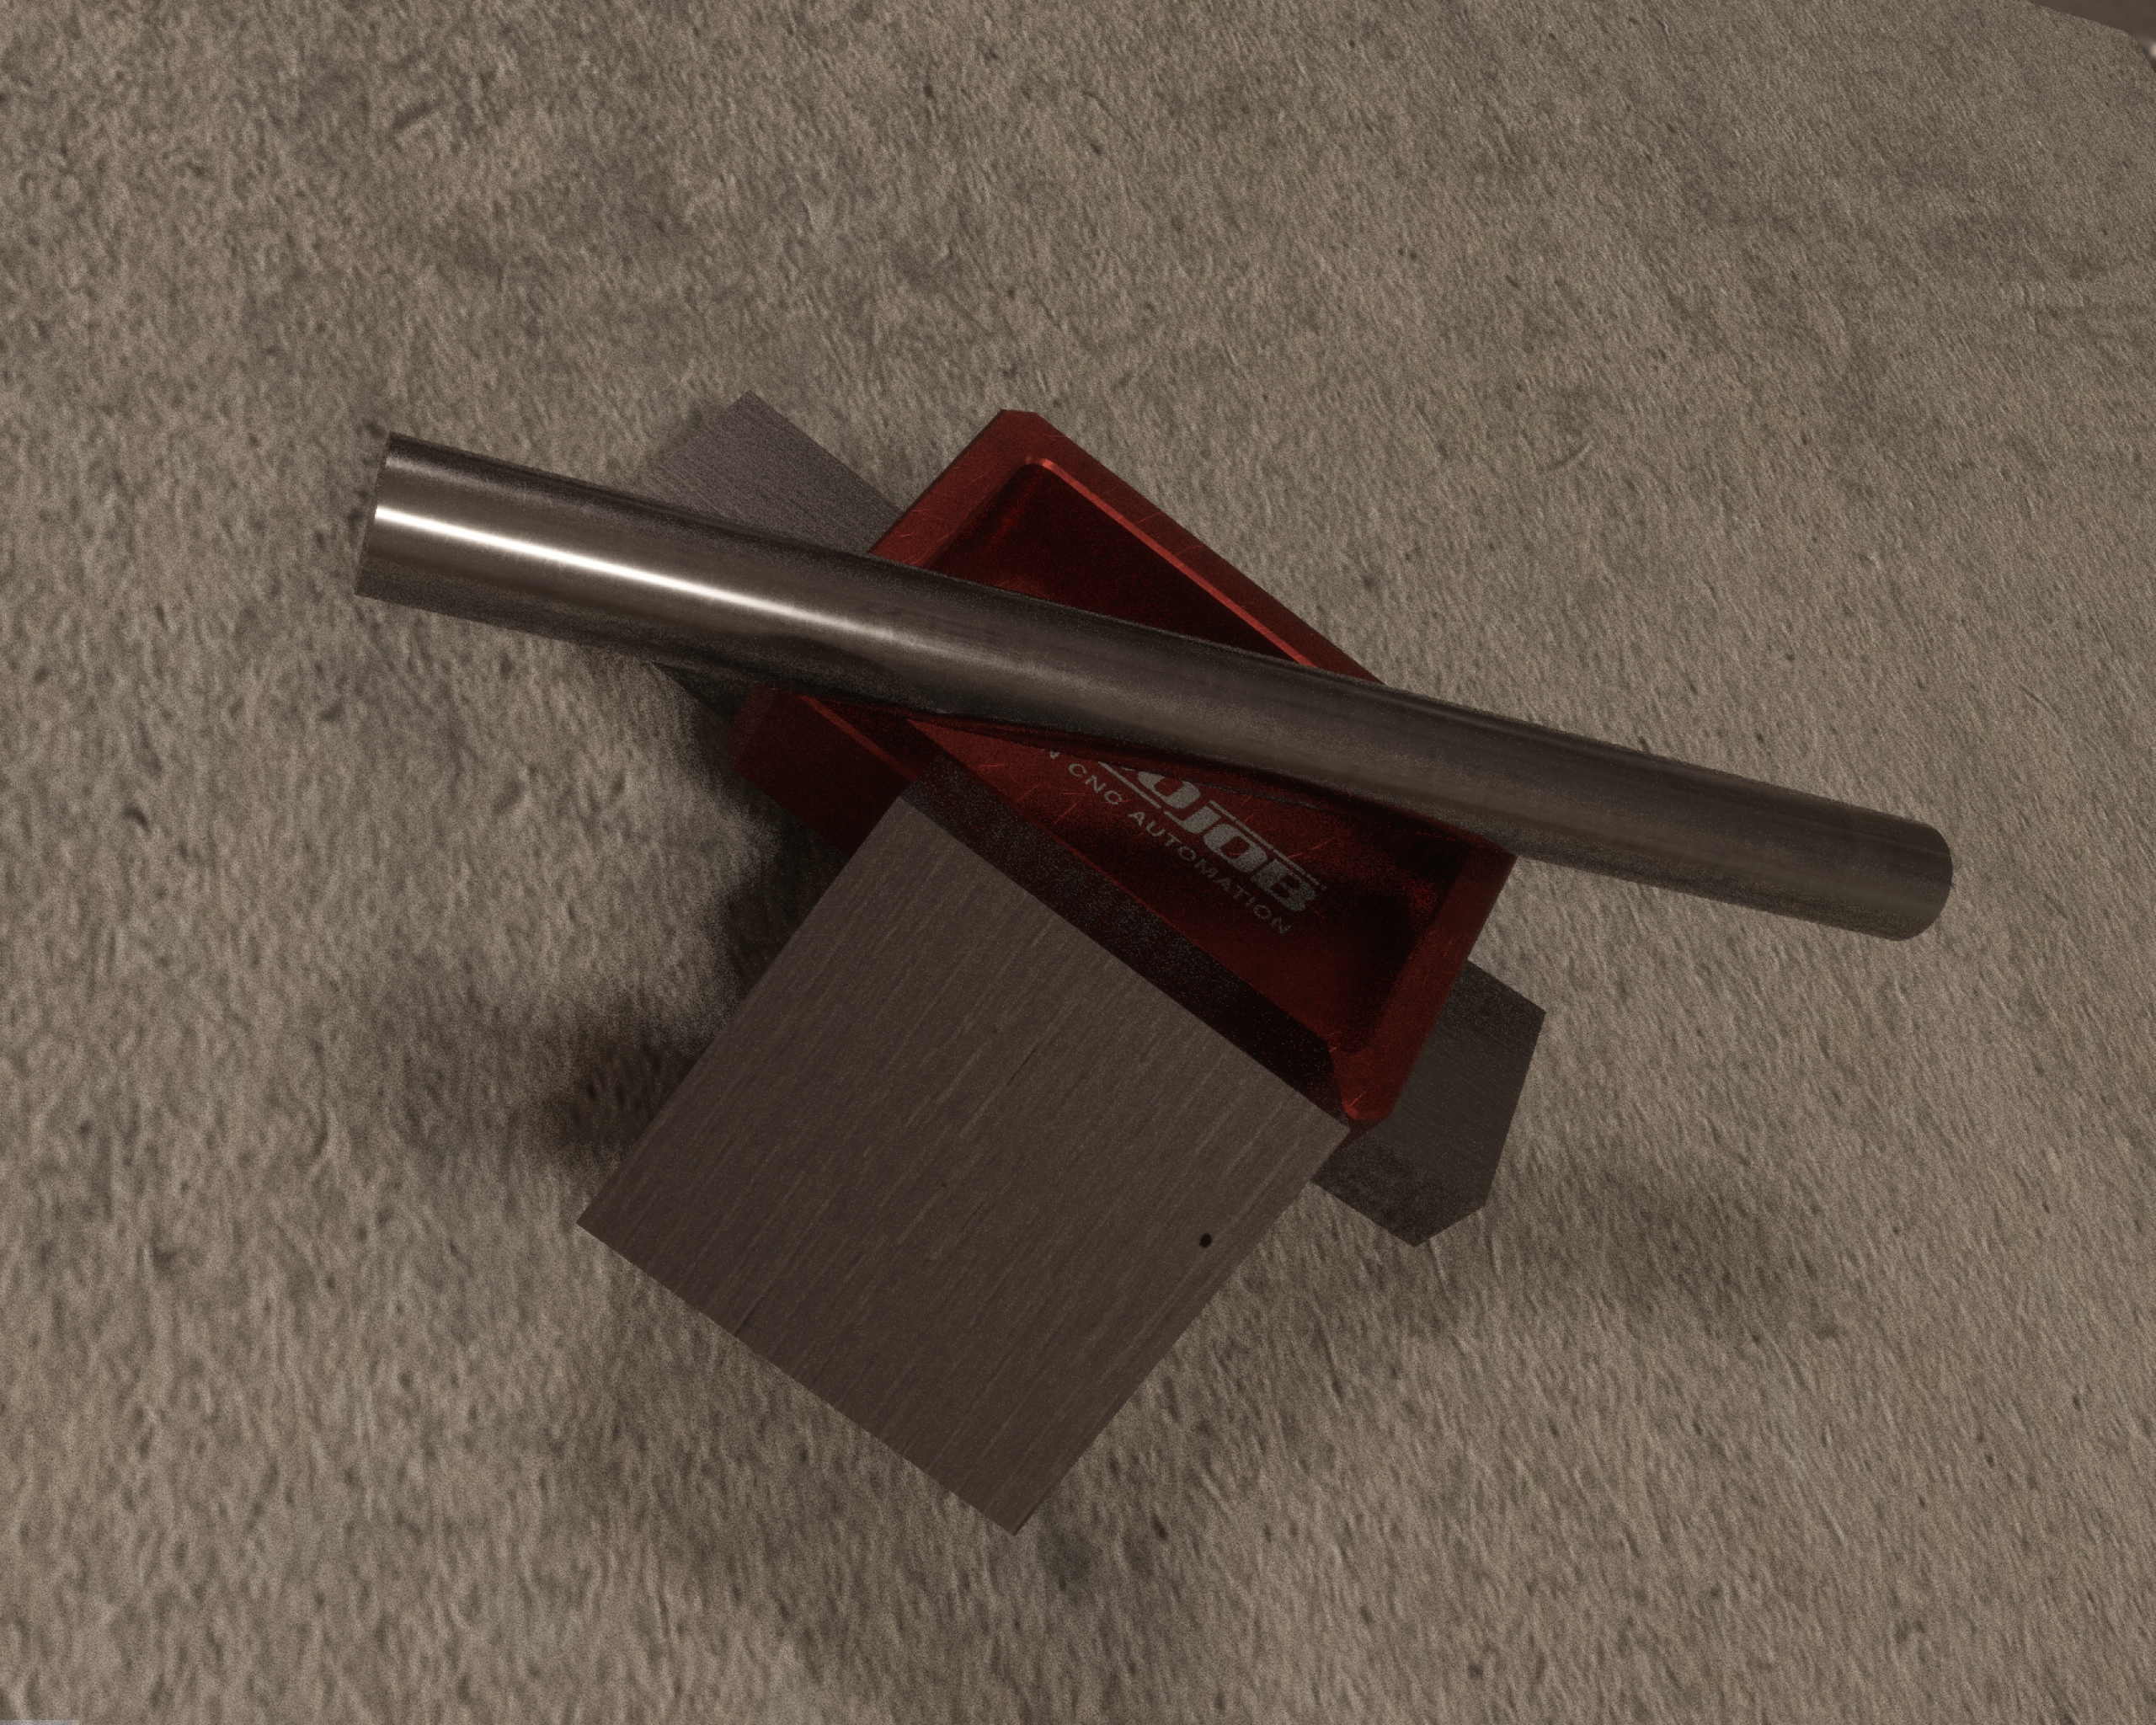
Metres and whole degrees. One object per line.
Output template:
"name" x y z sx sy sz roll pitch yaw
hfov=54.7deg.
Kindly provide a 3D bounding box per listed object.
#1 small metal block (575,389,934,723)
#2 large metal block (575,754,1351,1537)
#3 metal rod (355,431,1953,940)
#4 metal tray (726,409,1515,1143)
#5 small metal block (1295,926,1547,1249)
"small metal block" -0.062 -0.057 0.407 0.050 0.025 0.050 38 51 -3
"large metal block" -0.016 0.041 0.326 0.080 0.080 0.050 37 9 -4
"metal rod" 0.032 -0.024 0.368 0.302 0.025 0.025 12 57 -22
"metal tray" 0.013 -0.015 0.387 0.130 0.030 0.090 37 51 -3
"small metal block" 0.060 0.040 0.415 0.050 0.025 0.050 33 51 -7
